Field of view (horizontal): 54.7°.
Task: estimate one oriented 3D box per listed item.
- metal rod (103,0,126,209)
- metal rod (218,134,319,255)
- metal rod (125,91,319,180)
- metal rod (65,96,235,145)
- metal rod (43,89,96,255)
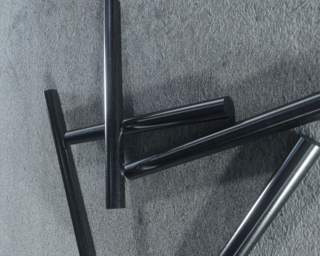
[{"bbox_3d":[-0.064,-0.042,0.431,0.025,0.025,0.299,-14,73,39],"label":"metal rod"},{"bbox_3d":[0.080,0.138,0.338,0.025,0.025,0.298,39,114,33],"label":"metal rod"},{"bbox_3d":[0.067,0.014,0.349,0.299,0.025,0.025,-24,75,37],"label":"metal rod"},{"bbox_3d":[-0.038,-0.003,0.436,0.300,0.025,0.025,-10,84,39],"label":"metal rod"},{"bbox_3d":[-0.159,0.072,0.536,0.025,0.025,0.299,-28,72,36],"label":"metal rod"}]
